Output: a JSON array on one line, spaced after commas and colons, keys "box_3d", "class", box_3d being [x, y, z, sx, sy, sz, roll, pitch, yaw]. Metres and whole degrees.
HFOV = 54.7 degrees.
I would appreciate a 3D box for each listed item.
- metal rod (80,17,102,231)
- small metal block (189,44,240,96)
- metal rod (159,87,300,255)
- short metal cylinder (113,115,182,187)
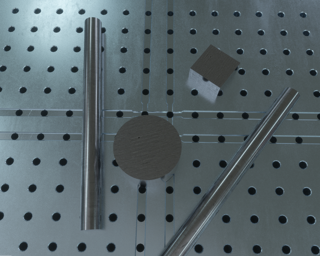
[{"box_3d": [-0.092, -0.019, 0.417, 0.025, 0.025, 0.299, -3, 70, -1], "class": "metal rod"}, {"box_3d": [0.077, -0.083, 0.442, 0.050, 0.025, 0.050, 36, 74, 12], "class": "small metal block"}, {"box_3d": [0.088, 0.062, 0.389, 0.025, 0.025, 0.301, 37, 74, 12], "class": "metal rod"}, {"box_3d": [-0.015, 0.030, 0.387, 0.081, 0.050, 0.080, 0, 70, 0], "class": "short metal cylinder"}]
